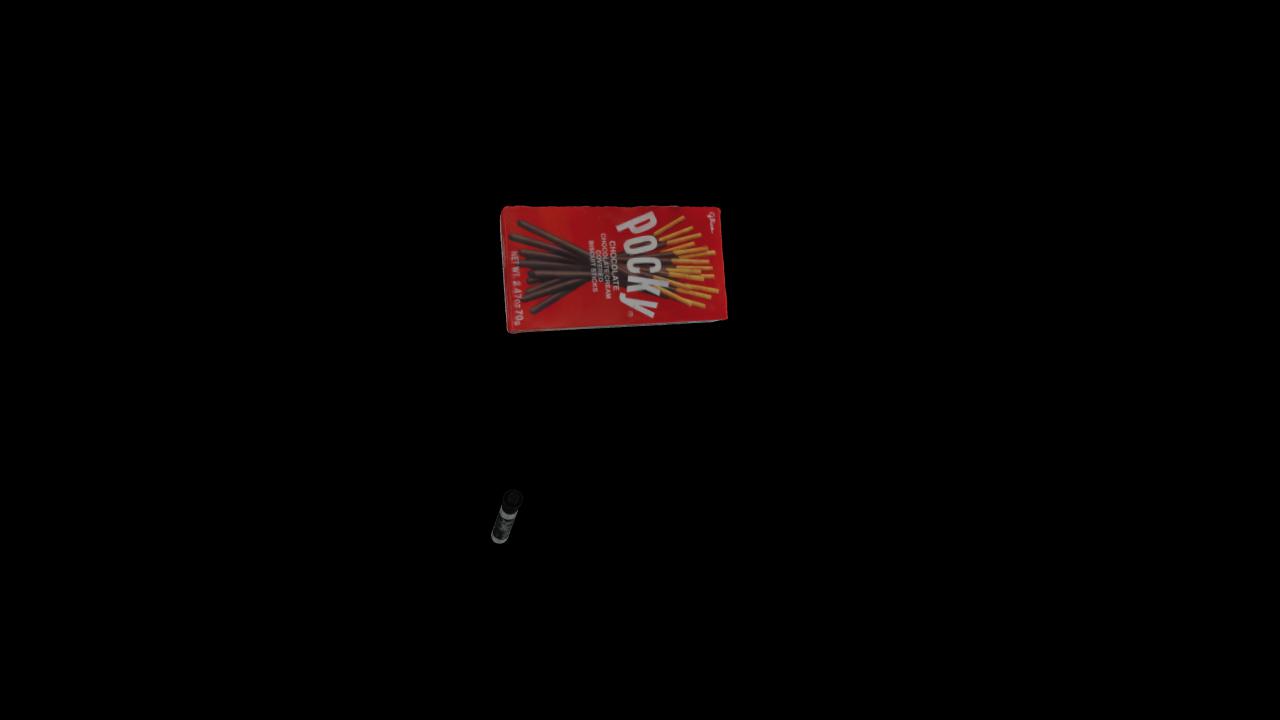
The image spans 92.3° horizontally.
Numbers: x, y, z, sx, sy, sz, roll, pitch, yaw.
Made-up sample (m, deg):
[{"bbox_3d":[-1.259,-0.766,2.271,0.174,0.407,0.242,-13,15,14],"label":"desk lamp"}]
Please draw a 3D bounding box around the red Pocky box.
[{"bbox_3d":[-0.015,-0.064,0.423,0.155,0.083,0.028,-4,-2,-17],"label":"red Pocky box"}]

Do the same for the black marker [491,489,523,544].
[{"bbox_3d":[-0.134,0.158,0.616,0.020,0.020,0.121,0,-31,-20],"label":"black marker"}]
